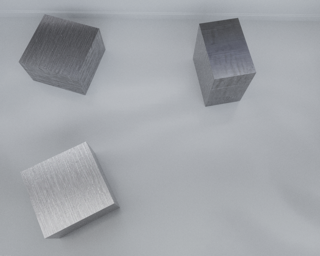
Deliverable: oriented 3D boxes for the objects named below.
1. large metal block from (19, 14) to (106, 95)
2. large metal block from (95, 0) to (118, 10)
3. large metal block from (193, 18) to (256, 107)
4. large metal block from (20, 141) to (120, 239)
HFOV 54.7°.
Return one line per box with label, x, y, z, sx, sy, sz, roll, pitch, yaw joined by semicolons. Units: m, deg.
large metal block;-0.132;-0.101;0.432;0.080;0.050;0.080;16;71;6
large metal block;-0.089;-0.248;0.487;0.080;0.050;0.080;34;73;13
large metal block;0.081;-0.084;0.412;0.050;0.080;0.080;-10;70;-4
large metal block;-0.104;0.075;0.368;0.080;0.050;0.080;-26;72;-9
